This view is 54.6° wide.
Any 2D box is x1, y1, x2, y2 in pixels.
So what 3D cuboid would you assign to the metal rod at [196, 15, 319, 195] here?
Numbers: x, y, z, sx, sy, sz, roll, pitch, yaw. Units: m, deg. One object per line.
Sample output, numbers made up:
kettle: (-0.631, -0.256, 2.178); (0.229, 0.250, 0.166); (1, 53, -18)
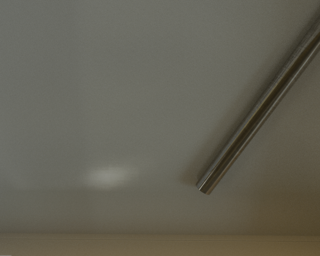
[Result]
metal rod: (0.139, -0.033, 0.399); (0.025, 0.025, 0.299); (30, 107, -10)
